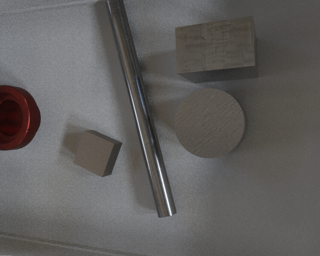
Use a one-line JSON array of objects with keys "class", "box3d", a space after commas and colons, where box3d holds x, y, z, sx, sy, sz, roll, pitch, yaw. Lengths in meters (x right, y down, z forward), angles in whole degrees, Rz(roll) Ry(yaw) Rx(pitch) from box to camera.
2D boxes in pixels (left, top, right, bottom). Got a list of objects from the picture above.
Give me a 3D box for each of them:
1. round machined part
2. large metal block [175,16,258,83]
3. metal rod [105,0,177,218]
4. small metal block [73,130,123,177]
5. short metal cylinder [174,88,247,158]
[{"class": "round machined part", "box3d": [-0.226, -0.015, 0.479, 0.098, 0.042, 0.097, 0, 90, 19]}, {"class": "large metal block", "box3d": [0.069, -0.085, 0.357, 0.080, 0.080, 0.050, -2, 89, 19]}, {"class": "metal rod", "box3d": [-0.027, -0.030, 0.418, 0.025, 0.025, 0.298, -16, 85, 19]}, {"class": "small metal block", "box3d": [-0.088, 0.035, 0.440, 0.050, 0.025, 0.050, 22, 97, 18]}, {"class": "short metal cylinder", "box3d": [0.063, -0.006, 0.375, 0.080, 0.050, 0.079, 0, 90, 19]}]
